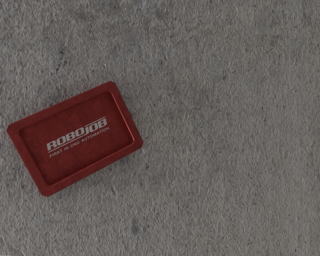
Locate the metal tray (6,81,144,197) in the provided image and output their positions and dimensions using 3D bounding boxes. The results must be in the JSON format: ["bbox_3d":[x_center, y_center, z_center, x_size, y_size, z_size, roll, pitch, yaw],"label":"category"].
[{"bbox_3d":[-0.097,0.010,0.370,0.131,0.030,0.090,-27,99,-18],"label":"metal tray"}]
